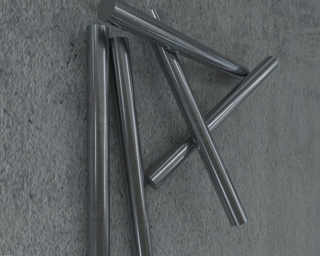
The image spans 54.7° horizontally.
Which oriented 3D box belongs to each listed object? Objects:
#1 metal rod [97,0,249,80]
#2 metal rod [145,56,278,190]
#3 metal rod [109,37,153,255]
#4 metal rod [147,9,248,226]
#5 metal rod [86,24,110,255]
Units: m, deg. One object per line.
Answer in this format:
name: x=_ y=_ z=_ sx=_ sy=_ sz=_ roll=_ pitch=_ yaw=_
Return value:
metal rod: x=0.044 y=-0.101 z=0.404 sx=0.302 sy=0.025 sz=0.025 roll=6 pitch=86 yaw=-51
metal rod: x=0.088 y=-0.021 z=0.460 sx=0.301 sy=0.025 sz=0.025 roll=-42 pitch=116 yaw=-26
metal rod: x=-0.034 y=0.043 z=0.376 sx=0.025 sy=0.025 sz=0.298 roll=-11 pitch=97 yaw=-40
metal rod: x=0.046 y=-0.009 z=0.407 sx=0.025 sy=0.025 sz=0.299 roll=-28 pitch=97 yaw=-36
metal rod: x=-0.069 y=0.038 z=0.346 sx=0.025 sy=0.025 sz=0.298 roll=-1 pitch=90 yaw=-40
